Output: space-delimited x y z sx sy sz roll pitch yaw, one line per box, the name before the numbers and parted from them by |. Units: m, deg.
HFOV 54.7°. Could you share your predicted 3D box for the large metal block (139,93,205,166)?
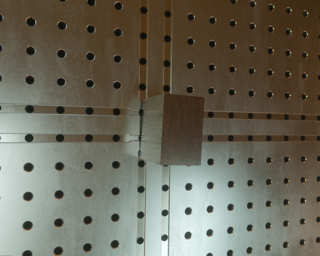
large metal block | 0.012 0.002 0.388 0.050 0.080 0.079 4 89 -20
